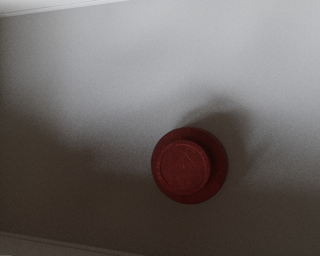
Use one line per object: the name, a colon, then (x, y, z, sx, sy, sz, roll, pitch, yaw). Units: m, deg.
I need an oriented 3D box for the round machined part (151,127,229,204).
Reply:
round machined part: (0.034, 0.048, 0.390, 0.098, 0.042, 0.097, 0, 90, 20)
